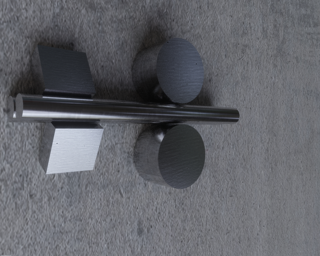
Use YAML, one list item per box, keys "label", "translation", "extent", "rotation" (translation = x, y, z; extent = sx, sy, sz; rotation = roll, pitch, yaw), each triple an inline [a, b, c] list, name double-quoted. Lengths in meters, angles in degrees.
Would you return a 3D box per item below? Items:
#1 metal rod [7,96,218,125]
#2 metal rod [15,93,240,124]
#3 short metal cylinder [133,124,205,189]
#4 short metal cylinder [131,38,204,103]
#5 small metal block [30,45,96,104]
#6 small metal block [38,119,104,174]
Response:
- label: "metal rod"
  translation: [-0.024, -0.017, 0.386]
  extent: [0.302, 0.025, 0.025]
  rotation: [0, 90, -40]
- label: "metal rod"
  translation: [-0.007, -0.018, 0.368]
  extent: [0.302, 0.025, 0.025]
  rotation: [0, 90, -40]
- label: "short metal cylinder"
  translation: [0.013, 0.035, 0.400]
  extent: [0.081, 0.050, 0.079]
  rotation: [0, 90, -40]
- label: "short metal cylinder"
  translation: [0.011, -0.070, 0.398]
  extent: [0.081, 0.050, 0.079]
  rotation: [0, 90, -40]
- label: "small metal block"
  translation: [-0.098, -0.052, 0.312]
  extent: [0.050, 0.025, 0.050]
  rotation: [0, 63, -40]
- label: "small metal block"
  translation: [-0.091, 0.017, 0.317]
  extent: [0.050, 0.025, 0.050]
  rotation: [1, 116, -41]
